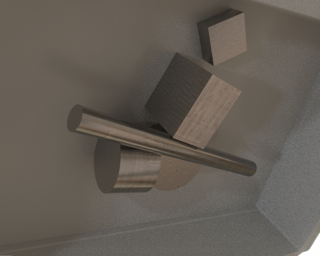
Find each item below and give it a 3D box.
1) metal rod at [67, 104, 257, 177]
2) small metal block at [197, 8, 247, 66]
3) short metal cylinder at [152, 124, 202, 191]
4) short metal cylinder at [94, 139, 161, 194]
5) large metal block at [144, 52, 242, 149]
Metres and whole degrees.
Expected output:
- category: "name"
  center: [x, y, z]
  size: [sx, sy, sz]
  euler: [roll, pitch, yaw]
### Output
- category: "metal rod"
  center: [0.031, 0.027, 0.372]
  size: [0.302, 0.025, 0.025]
  euler: [18, 109, -42]
- category: "small metal block"
  center: [0.078, -0.113, 0.383]
  size: [0.050, 0.025, 0.050]
  euler: [-26, 128, -12]
- category: "short metal cylinder"
  center: [0.011, 0.039, 0.424]
  size: [0.081, 0.050, 0.079]
  euler: [-14, 125, -21]
- category: "short metal cylinder"
  center: [-0.042, 0.038, 0.375]
  size: [0.050, 0.080, 0.079]
  euler: [6, 116, -31]
- category: "large metal block"
  center: [0.036, -0.034, 0.373]
  size: [0.050, 0.080, 0.080]
  euler: [21, 107, -37]
